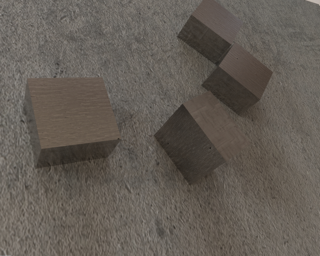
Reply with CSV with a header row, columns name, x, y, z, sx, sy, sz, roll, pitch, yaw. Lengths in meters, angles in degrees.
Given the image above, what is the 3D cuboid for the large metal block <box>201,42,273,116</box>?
name,x,y,z,sx,sy,sz,roll,pitch,yaw
large metal block,0.127,-0.080,0.505,0.080,0.050,0.080,38,51,-2

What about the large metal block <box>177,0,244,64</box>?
name,x,y,z,sx,sy,sz,roll,pitch,yaw
large metal block,0.089,-0.172,0.540,0.080,0.050,0.080,35,51,-5

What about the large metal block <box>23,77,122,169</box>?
name,x,y,z,sx,sy,sz,roll,pitch,yaw
large metal block,-0.098,-0.008,0.340,0.081,0.050,0.080,-6,65,-31

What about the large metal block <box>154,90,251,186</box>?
name,x,y,z,sx,sy,sz,roll,pitch,yaw
large metal block,0.049,0.014,0.386,0.050,0.080,0.080,-28,77,-37
